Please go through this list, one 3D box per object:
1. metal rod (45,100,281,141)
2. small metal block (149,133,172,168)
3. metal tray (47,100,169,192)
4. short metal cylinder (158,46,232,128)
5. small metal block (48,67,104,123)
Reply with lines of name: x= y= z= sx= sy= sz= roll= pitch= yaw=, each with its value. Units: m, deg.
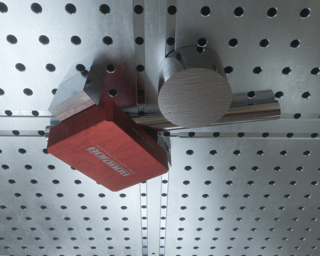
metal rod: x=0.000 y=-0.007 z=0.406 sx=0.302 sy=0.025 sz=0.025 roll=-6 pitch=130 yaw=4
small metal block: x=-0.017 y=0.038 z=0.442 sx=0.050 sy=0.025 sz=0.050 roll=-18 pitch=128 yaw=14
metal tray: x=-0.059 y=0.029 z=0.382 sx=0.090 sy=0.030 sz=0.130 roll=-24 pitch=138 yaw=19
short metal cylinder: x=0.038 y=-0.046 z=0.356 sx=0.081 sy=0.050 sz=0.079 roll=0 pitch=130 yaw=0
small metal block: x=-0.096 y=-0.038 z=0.361 sx=0.050 sy=0.050 sz=0.025 roll=-25 pitch=126 yaw=19
